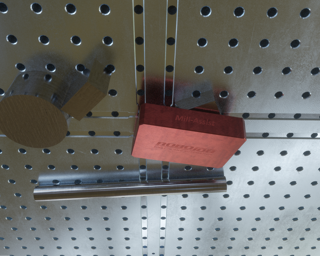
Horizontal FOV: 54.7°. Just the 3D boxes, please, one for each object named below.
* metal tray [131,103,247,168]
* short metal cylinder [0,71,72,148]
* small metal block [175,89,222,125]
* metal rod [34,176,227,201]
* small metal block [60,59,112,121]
[{"bbox_3d":[0.033,0.014,0.403,0.131,0.030,0.090,8,148,-8],"label":"metal tray"},{"bbox_3d":[-0.148,-0.022,0.375,0.081,0.050,0.079,-1,130,-1],"label":"short metal cylinder"},{"bbox_3d":[0.052,-0.016,0.399,0.050,0.025,0.050,-18,128,14],"label":"small metal block"},{"bbox_3d":[-0.047,0.097,0.493,0.302,0.025,0.025,-3,130,2],"label":"metal rod"},{"bbox_3d":[-0.084,-0.044,0.357,0.025,0.050,0.050,37,121,-27],"label":"small metal block"}]
